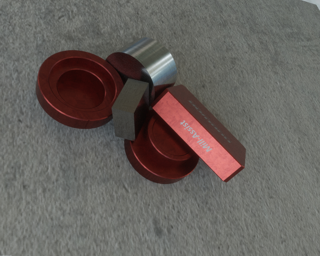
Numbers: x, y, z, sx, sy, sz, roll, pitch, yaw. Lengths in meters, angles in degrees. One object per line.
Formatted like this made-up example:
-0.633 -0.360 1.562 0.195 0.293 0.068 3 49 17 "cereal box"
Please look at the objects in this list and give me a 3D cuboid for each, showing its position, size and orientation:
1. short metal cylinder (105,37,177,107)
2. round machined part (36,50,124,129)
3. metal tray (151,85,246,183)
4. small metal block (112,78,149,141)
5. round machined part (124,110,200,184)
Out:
-0.025 -0.070 0.401 0.080 0.080 0.050 44 51 2 "short metal cylinder"
-0.095 -0.041 0.369 0.099 0.042 0.098 14 56 -21 "round machined part"
0.055 0.001 0.404 0.130 0.030 0.090 46 19 3 "metal tray"
-0.033 -0.021 0.363 0.025 0.050 0.050 15 52 9 "small metal block"
0.008 0.017 0.390 0.099 0.042 0.098 14 56 -21 "round machined part"
